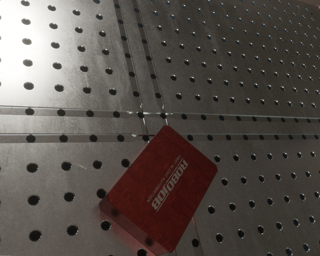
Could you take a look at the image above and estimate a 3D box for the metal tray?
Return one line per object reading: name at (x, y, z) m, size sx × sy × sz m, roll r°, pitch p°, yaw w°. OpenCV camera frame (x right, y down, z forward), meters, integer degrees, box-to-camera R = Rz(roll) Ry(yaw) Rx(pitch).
metal tray at (0.004, 0.068, 0.367) m, size 0.090 × 0.030 × 0.131 m, roll 40°, pitch 51°, yaw -1°
